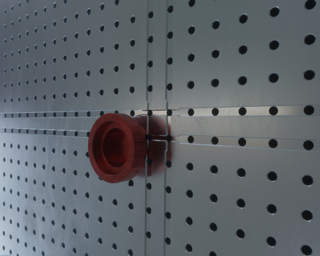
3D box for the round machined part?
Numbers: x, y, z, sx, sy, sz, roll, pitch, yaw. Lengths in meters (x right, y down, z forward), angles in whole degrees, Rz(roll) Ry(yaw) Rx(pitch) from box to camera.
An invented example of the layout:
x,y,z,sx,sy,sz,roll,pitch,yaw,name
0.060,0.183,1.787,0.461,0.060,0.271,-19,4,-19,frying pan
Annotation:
x,y,z,sx,sy,sz,roll,pitch,yaw,name
-0.056,0.028,0.445,0.098,0.042,0.097,0,90,40,round machined part
